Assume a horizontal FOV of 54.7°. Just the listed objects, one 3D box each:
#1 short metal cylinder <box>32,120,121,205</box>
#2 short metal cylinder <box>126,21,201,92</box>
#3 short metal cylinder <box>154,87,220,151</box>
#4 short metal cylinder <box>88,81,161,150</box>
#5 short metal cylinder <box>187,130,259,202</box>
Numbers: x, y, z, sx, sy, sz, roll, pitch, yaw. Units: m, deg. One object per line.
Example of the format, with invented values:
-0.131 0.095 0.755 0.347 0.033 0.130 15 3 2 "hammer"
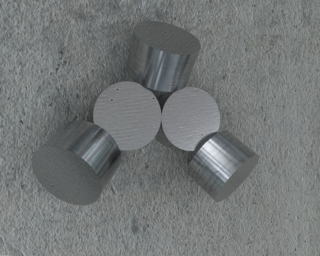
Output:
-0.090 0.038 0.341 0.080 0.080 0.050 48 35 -14 "short metal cylinder"
0.003 -0.088 0.376 0.081 0.080 0.050 2 132 -20 "short metal cylinder"
0.031 -0.011 0.408 0.081 0.050 0.080 0 90 -20 "short metal cylinder"
-0.045 -0.014 0.380 0.081 0.050 0.080 0 90 -20 "short metal cylinder"
0.082 0.050 0.405 0.080 0.080 0.050 -39 61 -16 "short metal cylinder"
